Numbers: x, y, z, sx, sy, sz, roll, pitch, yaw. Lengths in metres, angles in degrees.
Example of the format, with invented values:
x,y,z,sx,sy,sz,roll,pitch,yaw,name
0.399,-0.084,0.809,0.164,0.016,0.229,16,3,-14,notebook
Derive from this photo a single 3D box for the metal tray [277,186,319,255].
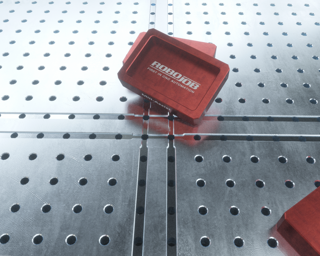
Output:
x,y,z,sx,sy,sz,roll,pitch,yaw,name
0.202,0.098,0.323,0.131,0.030,0.090,-27,55,-21,metal tray

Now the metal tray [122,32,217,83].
x,y,z,sx,sy,sz,roll,pitch,yaw,name
0.017,-0.107,0.495,0.130,0.030,0.090,13,51,11,metal tray

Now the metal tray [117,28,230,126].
x,y,z,sx,sy,sz,roll,pitch,yaw,name
0.019,-0.073,0.434,0.130,0.030,0.090,30,79,14,metal tray
